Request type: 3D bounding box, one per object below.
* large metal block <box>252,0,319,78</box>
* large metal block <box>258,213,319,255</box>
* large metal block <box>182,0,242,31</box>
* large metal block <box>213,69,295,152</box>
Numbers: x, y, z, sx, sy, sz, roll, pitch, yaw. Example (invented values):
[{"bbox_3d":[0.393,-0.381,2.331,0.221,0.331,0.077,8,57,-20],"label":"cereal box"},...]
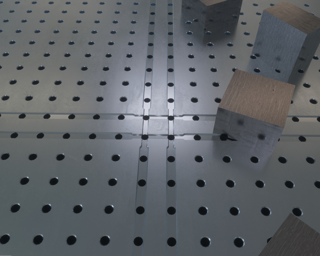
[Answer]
[{"bbox_3d":[0.202,-0.141,0.491,0.050,0.080,0.080,-29,56,-22],"label":"large metal block"},{"bbox_3d":[0.124,0.139,0.275,0.080,0.050,0.080,37,59,26],"label":"large metal block"},{"bbox_3d":[0.097,-0.237,0.591,0.081,0.050,0.080,-23,54,-18],"label":"large metal block"},{"bbox_3d":[0.125,-0.025,0.413,0.080,0.050,0.080,19,53,15],"label":"large metal block"}]
